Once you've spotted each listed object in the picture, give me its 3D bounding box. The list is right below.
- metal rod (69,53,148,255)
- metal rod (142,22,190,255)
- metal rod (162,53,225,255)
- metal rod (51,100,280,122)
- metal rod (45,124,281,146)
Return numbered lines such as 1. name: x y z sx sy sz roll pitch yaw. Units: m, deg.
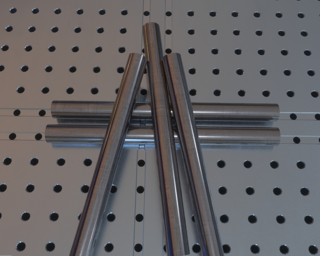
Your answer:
1. metal rod: -0.065 0.049 0.374 0.025 0.025 0.299 14 77 4
2. metal rod: 0.004 -0.001 0.386 0.025 0.025 0.299 -6 70 -3
3. metal rod: 0.042 0.050 0.374 0.025 0.025 0.299 -10 77 -4
4. metal rod: 0.007 -0.023 0.420 0.302 0.025 0.025 1 70 0
5. metal rod: 0.004 0.009 0.409 0.302 0.025 0.025 1 70 0
